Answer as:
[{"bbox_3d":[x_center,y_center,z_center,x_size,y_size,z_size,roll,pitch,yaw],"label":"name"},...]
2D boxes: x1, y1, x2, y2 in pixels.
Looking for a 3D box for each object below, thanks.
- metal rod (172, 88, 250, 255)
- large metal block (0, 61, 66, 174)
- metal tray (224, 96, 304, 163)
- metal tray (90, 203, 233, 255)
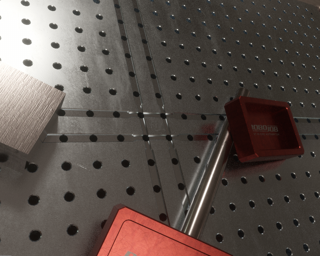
[{"bbox_3d":[0.080,0.044,0.426,0.025,0.025,0.301,35,51,-6],"label":"metal rod"},{"bbox_3d":[-0.156,-0.012,0.316,0.080,0.050,0.080,27,52,-12],"label":"large metal block"},{"bbox_3d":[0.161,0.003,0.471,0.131,0.030,0.090,2,69,-38],"label":"metal tray"},{"bbox_3d":[-0.002,0.140,0.298,0.131,0.030,0.090,28,75,-11],"label":"metal tray"}]
